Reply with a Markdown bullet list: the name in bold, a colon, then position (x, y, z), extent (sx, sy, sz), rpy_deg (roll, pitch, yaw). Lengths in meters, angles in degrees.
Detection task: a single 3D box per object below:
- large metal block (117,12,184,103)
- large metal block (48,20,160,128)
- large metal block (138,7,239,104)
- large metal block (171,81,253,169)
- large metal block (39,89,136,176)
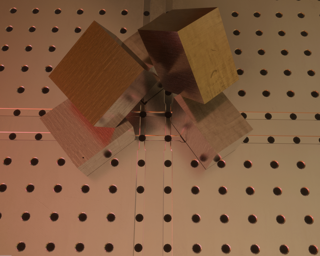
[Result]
- **large metal block**: position (-0.008, -0.091, 0.414), extent (0.080, 0.080, 0.050), rpy_deg (-40, 75, -13)
- **large metal block**: position (-0.062, -0.057, 0.349), extent (0.080, 0.050, 0.080), rpy_deg (46, 101, 14)
- **large metal block**: position (0.030, -0.081, 0.337), extent (0.050, 0.080, 0.080), rpy_deg (-36, 32, -17)
- **large metal block**: position (0.059, -0.003, 0.383), extent (0.050, 0.080, 0.080), rpy_deg (-32, 74, -11)
- **large metal block**: position (-0.089, 0.001, 0.396), extent (0.080, 0.050, 0.080), rpy_deg (-38, 75, -13)
